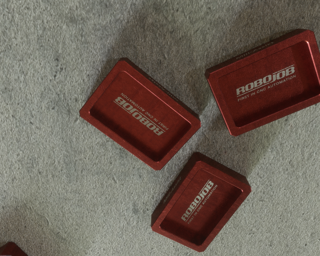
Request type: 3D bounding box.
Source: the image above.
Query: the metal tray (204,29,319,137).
[{"bbox_3d":[0.133,-0.055,0.387,0.130,0.030,0.090,-23,109,8],"label":"metal tray"}]

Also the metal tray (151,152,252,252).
[{"bbox_3d":[0.056,0.109,0.447,0.090,0.030,0.129,29,107,-10],"label":"metal tray"}]

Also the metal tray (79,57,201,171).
[{"bbox_3d":[-0.024,-0.016,0.400,0.130,0.030,0.090,38,106,-13],"label":"metal tray"}]

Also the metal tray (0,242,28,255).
[{"bbox_3d":[-0.232,0.254,0.498,0.090,0.030,0.130,-33,107,11],"label":"metal tray"}]
